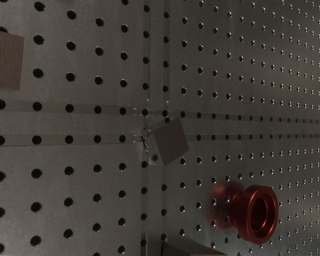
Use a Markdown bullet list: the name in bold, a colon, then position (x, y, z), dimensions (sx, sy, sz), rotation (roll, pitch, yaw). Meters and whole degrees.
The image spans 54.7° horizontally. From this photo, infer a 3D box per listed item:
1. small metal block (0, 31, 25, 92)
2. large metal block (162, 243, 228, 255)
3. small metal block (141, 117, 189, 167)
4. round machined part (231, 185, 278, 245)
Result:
- **small metal block**: position (-0.155, -0.062, 0.280), dimensions (0.050, 0.025, 0.050), rotation (6, 86, -40)
- **large metal block**: position (0.044, 0.210, 0.433), dimensions (0.080, 0.050, 0.080), rotation (21, 77, -39)
- **small metal block**: position (0.008, 0.017, 0.418), dimensions (0.050, 0.025, 0.050), rotation (-29, 108, -37)
- **round machined part**: position (0.161, 0.147, 0.537), dimensions (0.099, 0.042, 0.097), rotation (0, 90, -40)
